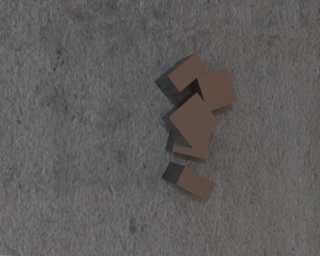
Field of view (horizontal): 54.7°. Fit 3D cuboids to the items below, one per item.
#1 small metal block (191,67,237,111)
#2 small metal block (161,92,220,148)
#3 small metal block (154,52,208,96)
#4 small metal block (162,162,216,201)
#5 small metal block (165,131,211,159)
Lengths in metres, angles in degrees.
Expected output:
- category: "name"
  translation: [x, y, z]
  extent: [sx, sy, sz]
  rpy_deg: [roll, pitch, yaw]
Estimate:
- category: "small metal block"
  translation: [0.075, -0.053, 0.438]
  extent: [0.050, 0.025, 0.050]
  rpy_deg: [-21, 97, -19]
- category: "small metal block"
  translation: [0.039, -0.010, 0.398]
  extent: [0.050, 0.025, 0.050]
  rpy_deg: [-42, 103, -16]
- category: "small metal block"
  translation: [0.026, -0.070, 0.407]
  extent: [0.050, 0.050, 0.025]
  rpy_deg: [-42, 104, -15]
- category: "small metal block"
  translation: [0.037, 0.070, 0.411]
  extent: [0.050, 0.050, 0.025]
  rpy_deg: [31, 80, -18]
- category: "small metal block"
  translation: [0.040, 0.012, 0.425]
  extent: [0.050, 0.025, 0.050]
  rpy_deg: [15, 85, -20]
